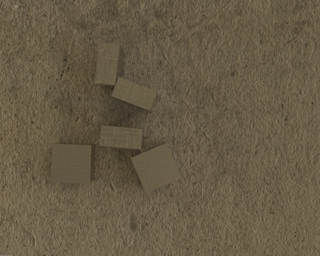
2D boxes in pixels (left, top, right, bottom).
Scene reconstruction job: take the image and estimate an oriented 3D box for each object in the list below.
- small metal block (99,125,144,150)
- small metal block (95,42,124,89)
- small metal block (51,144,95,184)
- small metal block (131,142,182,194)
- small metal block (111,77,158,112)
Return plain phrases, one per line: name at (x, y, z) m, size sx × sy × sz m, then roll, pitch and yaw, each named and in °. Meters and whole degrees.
small metal block at (-0.047, 0.011, 0.397) m, size 0.050 × 0.050 × 0.025 m, roll 5°, pitch 90°, yaw 0°
small metal block at (-0.063, -0.077, 0.397) m, size 0.025 × 0.050 × 0.050 m, roll 6°, pitch 90°, yaw 0°
small metal block at (-0.114, 0.046, 0.409) m, size 0.050 × 0.025 × 0.050 m, roll 2°, pitch 90°, yaw 0°
small metal block at (-0.005, 0.051, 0.410) m, size 0.050 × 0.025 × 0.050 m, roll -23°, pitch 90°, yaw 0°
small metal block at (-0.031, -0.041, 0.397) m, size 0.050 × 0.050 × 0.025 m, roll 21°, pitch 90°, yaw 0°
